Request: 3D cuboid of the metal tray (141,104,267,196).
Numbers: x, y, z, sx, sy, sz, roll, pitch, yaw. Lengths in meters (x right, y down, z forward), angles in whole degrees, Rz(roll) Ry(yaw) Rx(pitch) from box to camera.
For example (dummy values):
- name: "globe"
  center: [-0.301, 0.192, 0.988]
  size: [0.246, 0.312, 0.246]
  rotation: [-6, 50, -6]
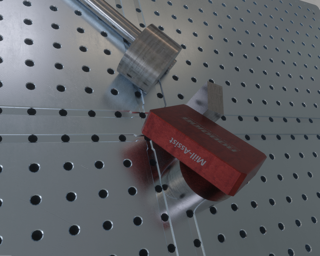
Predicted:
- name: "metal tray"
  center: [0.054, 0.019, 0.373]
  size: [0.130, 0.030, 0.091]
  rotation: [35, 25, 23]

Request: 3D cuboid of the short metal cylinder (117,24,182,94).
- name: "short metal cylinder"
  center: [-0.014, -0.093, 0.423]
  size: [0.050, 0.080, 0.080]
  rotation: [38, 51, -3]

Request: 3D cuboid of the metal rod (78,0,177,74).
- name: "metal rod"
  center: [-0.098, -0.189, 0.470]
  size: [0.300, 0.025, 0.025]
  rotation: [40, 51, -2]

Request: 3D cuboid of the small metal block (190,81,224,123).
- name: "small metal block"
  center: [0.066, -0.031, 0.447]
  size: [0.025, 0.050, 0.050]
  rotation: [17, 55, -19]

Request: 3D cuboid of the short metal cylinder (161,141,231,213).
- name: "short metal cylinder"
  center: [0.048, 0.059, 0.383]
  size: [0.081, 0.050, 0.080]
  rotation: [14, 56, -21]
